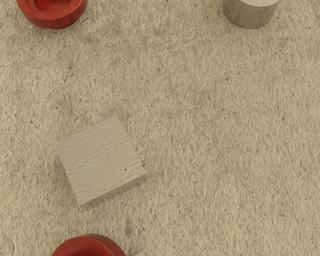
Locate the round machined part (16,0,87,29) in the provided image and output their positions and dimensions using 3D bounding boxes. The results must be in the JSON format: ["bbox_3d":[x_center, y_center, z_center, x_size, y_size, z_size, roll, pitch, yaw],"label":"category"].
[{"bbox_3d":[-0.158,-0.189,0.466,0.099,0.042,0.098,0,70,-1],"label":"round machined part"}]

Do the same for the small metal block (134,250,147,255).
[{"bbox_3d":[-0.028,0.173,0.345,0.050,0.025,0.050,-30,73,-11],"label":"small metal block"}]

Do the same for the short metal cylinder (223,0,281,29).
[{"bbox_3d":[0.141,-0.199,0.469,0.081,0.050,0.080,0,70,0],"label":"short metal cylinder"}]

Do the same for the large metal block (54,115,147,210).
[{"bbox_3d":[-0.070,0.043,0.378,0.080,0.050,0.080,-25,72,-9],"label":"large metal block"}]

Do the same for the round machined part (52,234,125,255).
[{"bbox_3d":[-0.081,0.163,0.319,0.098,0.042,0.097,-3,80,21],"label":"round machined part"}]
